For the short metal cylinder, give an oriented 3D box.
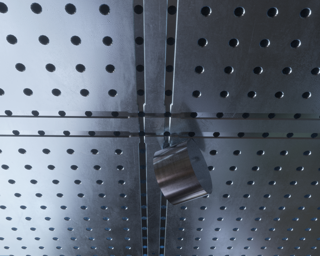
[{"bbox_3d":[0.033,0.060,0.428,0.050,0.080,0.080,-23,127,18],"label":"short metal cylinder"}]
